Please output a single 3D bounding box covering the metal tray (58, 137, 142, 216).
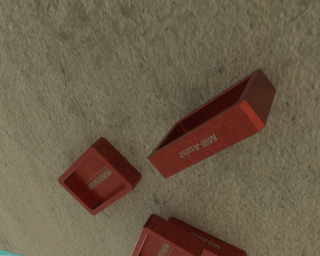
[{"bbox_3d":[-0.102,0.083,0.506,0.090,0.030,0.129,46,129,-5],"label":"metal tray"}]

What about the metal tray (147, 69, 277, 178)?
[{"bbox_3d":[0.055,-0.003,0.333,0.130,0.090,0.030,-34,100,38],"label":"metal tray"}]

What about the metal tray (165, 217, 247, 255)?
[{"bbox_3d":[0.062,0.207,0.498,0.130,0.030,0.089,22,127,14],"label":"metal tray"}]

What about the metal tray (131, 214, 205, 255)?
[{"bbox_3d":[0.005,0.202,0.484,0.090,0.030,0.129,28,128,10],"label":"metal tray"}]
